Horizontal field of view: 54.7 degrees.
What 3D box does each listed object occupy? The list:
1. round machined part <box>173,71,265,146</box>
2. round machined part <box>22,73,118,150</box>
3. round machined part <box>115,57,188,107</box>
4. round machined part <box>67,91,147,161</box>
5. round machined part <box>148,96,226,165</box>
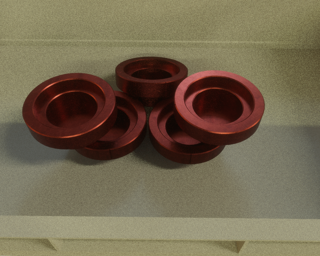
[{"bbox_3d":[0.064,-0.019,0.354,0.099,0.042,0.098,0,50,0],"label":"round machined part"},{"bbox_3d":[-0.097,-0.015,0.350,0.099,0.042,0.098,0,50,0],"label":"round machined part"},{"bbox_3d":[-0.012,-0.063,0.432,0.099,0.042,0.098,1,32,-1],"label":"round machined part"},{"bbox_3d":[-0.065,0.001,0.391,0.099,0.042,0.098,0,50,0],"label":"round machined part"},{"bbox_3d":[0.035,0.005,0.388,0.099,0.042,0.098,0,50,0],"label":"round machined part"}]
